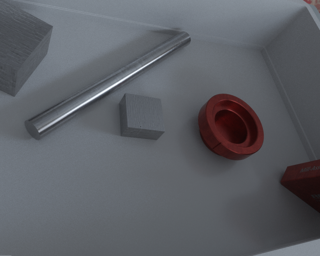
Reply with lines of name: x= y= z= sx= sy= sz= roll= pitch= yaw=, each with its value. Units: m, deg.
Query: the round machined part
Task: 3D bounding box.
round machined part: x=0.097 y=0.002 z=0.448 sx=0.099 sy=0.042 sz=0.098 roll=14 pitch=56 yaw=-21

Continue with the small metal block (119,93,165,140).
small metal block: x=-0.024 y=-0.014 z=0.403 sx=0.050 sy=0.025 sz=0.050 roll=7 pitch=59 yaw=-25

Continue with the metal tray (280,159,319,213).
metal tray: x=0.242 y=0.081 z=0.420 sx=0.090 sy=0.130 sz=0.030 roll=36 pitch=68 yaw=-5

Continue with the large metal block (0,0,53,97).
large metal block: x=-0.181 y=-0.095 z=0.350 sx=0.080 sy=0.050 sz=0.080 roll=27 pitch=52 yaw=-12

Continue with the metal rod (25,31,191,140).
metal rod: x=-0.048 y=-0.074 z=0.426 sx=0.025 sy=0.025 sz=0.302 roll=46 pitch=51 yaw=4
